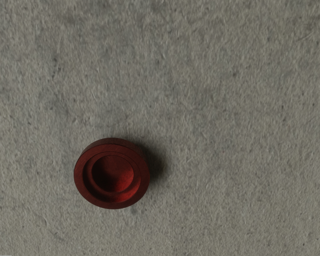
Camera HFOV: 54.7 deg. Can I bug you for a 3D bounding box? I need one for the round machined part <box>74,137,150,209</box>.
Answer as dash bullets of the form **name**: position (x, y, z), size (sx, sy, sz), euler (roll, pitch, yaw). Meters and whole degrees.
- **round machined part**: position (-0.063, 0.058, 0.421), size (0.099, 0.042, 0.097), euler (0, 110, -1)
